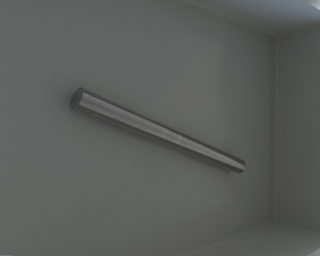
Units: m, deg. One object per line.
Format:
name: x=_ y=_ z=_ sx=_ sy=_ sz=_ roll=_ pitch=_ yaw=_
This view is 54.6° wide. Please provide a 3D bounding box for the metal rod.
metal rod: x=0.021 y=0.016 z=0.421 sx=0.302 sy=0.025 sz=0.025 roll=23 pitch=75 yaw=-37
